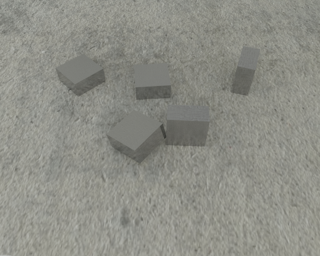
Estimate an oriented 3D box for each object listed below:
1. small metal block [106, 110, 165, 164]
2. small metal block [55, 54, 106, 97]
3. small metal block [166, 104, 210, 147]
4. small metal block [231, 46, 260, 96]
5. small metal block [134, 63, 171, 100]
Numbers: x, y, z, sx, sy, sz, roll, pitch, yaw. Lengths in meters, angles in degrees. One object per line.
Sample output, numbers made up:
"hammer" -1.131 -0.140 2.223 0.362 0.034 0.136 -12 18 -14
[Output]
"small metal block" -0.029 0.009 0.387 0.050 0.025 0.050 26 58 34
"small metal block" -0.120 -0.081 0.470 0.050 0.025 0.050 -37 59 -27
"small metal block" 0.034 -0.002 0.389 0.050 0.050 0.025 2 50 1
"small metal block" 0.127 -0.085 0.460 0.025 0.050 0.050 15 52 12
"small metal block" -0.012 -0.070 0.462 0.050 0.025 0.050 -4 50 -4
